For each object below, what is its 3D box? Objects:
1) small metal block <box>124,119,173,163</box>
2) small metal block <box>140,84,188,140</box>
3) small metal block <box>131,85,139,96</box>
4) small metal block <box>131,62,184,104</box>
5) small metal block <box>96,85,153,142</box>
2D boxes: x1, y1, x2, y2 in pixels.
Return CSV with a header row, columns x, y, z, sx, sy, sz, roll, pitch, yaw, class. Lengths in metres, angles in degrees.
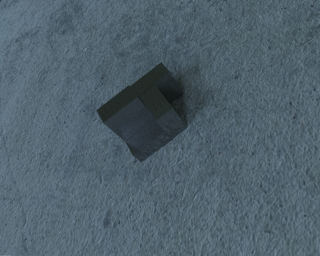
x,y,z,sx,sy,sz,roll,pitch,yaw,class
-0.020,0.009,0.409,0.050,0.025,0.050,-36,51,3,small metal block
0.005,-0.020,0.398,0.025,0.050,0.050,-37,51,3,small metal block
-0.042,-0.022,0.423,0.050,0.050,0.025,-37,51,3,small metal block
-0.002,-0.052,0.421,0.050,0.050,0.025,-37,51,3,small metal block
-0.042,-0.017,0.388,0.050,0.050,0.025,-37,51,3,small metal block
